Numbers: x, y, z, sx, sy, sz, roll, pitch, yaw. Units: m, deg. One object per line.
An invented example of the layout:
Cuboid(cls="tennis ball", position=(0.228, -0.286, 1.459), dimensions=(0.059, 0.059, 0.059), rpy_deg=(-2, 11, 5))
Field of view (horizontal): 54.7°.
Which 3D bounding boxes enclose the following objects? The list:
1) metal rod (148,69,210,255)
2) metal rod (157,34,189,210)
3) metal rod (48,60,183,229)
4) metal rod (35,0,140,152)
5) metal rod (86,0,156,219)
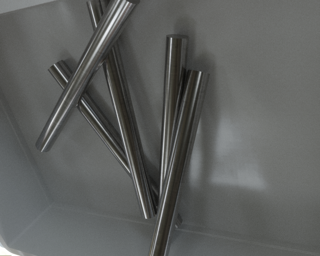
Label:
Cuboid(cls="metal rod", position=(0.014, 0.080, 0.373), dimensions=(0.025, 0.025, 0.298), rpy_deg=(15, 100, 19))
Cuboid(cls="metal rod", position=(0.013, 0.033, 0.404), dimensions=(0.025, 0.025, 0.298), rpy_deg=(14, 119, 20))
Cuboid(cls="metal rod", position=(-0.060, 0.032, 0.460), dimensions=(0.025, 0.025, 0.299), rpy_deg=(-27, 104, 37))
Cuboid(cls="metal rod", position=(-0.109, -0.050, 0.399), dimensions=(0.025, 0.025, 0.298), rpy_deg=(43, 132, -2))
Cuboid(cls="metal rod", position=(-0.044, -0.010, 0.408), dimensions=(0.025, 0.025, 0.298), rpy_deg=(0, 113, 28))
